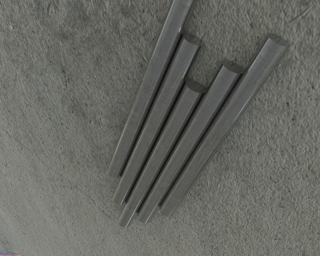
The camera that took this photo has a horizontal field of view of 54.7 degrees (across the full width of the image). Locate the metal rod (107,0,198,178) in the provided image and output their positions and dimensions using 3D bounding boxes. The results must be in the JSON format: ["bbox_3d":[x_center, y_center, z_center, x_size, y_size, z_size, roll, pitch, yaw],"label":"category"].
[{"bbox_3d":[-0.020,-0.037,0.395,0.025,0.025,0.298,32,129,7],"label":"metal rod"}]

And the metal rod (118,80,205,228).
[{"bbox_3d":[-0.010,0.057,0.448,0.025,0.025,0.298,32,128,7],"label":"metal rod"}]

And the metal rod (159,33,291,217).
[{"bbox_3d":[0.062,0.021,0.387,0.025,0.025,0.298,32,129,7],"label":"metal rod"}]

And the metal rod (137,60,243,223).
[{"bbox_3d":[0.025,0.040,0.418,0.025,0.025,0.298,32,129,7],"label":"metal rod"}]

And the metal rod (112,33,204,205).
[{"bbox_3d":[-0.016,0.011,0.422,0.025,0.025,0.298,32,128,7],"label":"metal rod"}]
